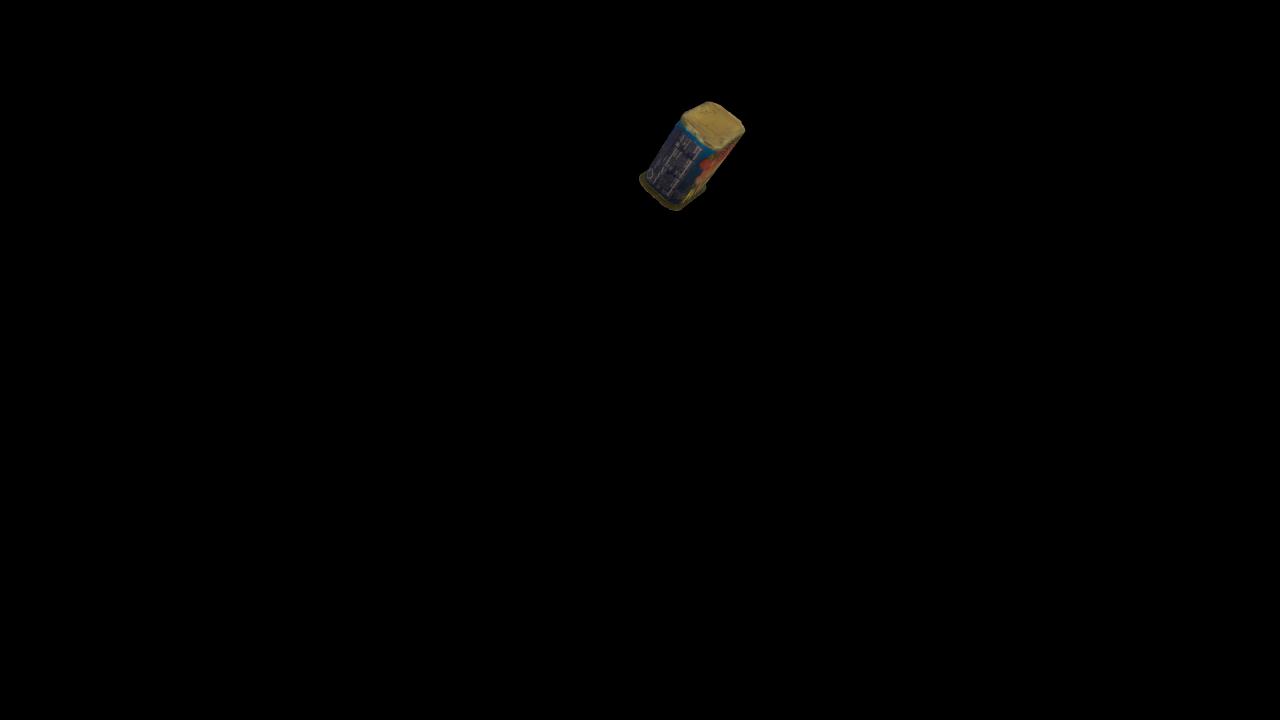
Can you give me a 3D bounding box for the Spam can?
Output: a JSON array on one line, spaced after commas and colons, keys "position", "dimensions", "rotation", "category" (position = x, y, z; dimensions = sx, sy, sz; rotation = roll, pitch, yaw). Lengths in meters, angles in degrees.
[{"position": [0.057, -0.218, 0.653], "dimensions": [0.085, 0.058, 0.101], "rotation": [-50, -1, 42], "category": "Spam can"}]
